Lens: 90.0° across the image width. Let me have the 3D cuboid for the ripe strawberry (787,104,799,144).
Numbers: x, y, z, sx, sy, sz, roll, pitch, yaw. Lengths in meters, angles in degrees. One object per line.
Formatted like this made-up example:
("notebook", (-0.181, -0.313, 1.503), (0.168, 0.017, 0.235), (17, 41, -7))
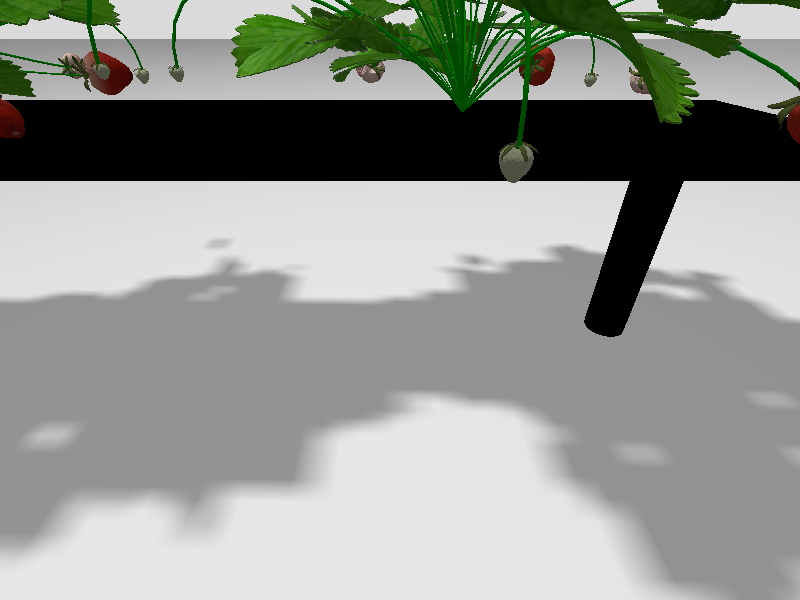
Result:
("ripe strawberry", (0.229, -0.096, 0.205), (0.040, 0.039, 0.044), (37, 46, 15))

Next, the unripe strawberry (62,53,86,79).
("unripe strawberry", (-0.412, -0.297, 0.508), (0.025, 0.028, 0.027), (-2, 34, -3))

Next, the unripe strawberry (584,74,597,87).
("unripe strawberry", (0.186, -0.214, 0.391), (0.010, 0.011, 0.011), (-21, 40, -28))

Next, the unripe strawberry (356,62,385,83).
("unripe strawberry", (-0.035, -0.266, 0.462), (0.033, 0.029, 0.030), (-15, 26, -21))

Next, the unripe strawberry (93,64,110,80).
("unripe strawberry", (-0.218, -0.167, 0.293), (0.010, 0.010, 0.011), (-2, 34, -2))

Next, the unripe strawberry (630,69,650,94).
("unripe strawberry", (0.241, -0.213, 0.384), (0.033, 0.029, 0.033), (-7, 34, -25))

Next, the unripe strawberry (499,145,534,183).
("unripe strawberry", (0.045, -0.054, 0.158), (0.013, 0.014, 0.014), (1, 34, 1))

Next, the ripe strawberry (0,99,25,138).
("ripe strawberry", (-0.230, -0.104, 0.232), (0.020, 0.022, 0.022), (-44, -1, -45))

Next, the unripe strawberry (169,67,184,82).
("unripe strawberry", (-0.185, -0.188, 0.333), (0.011, 0.011, 0.010), (4, 35, 6))

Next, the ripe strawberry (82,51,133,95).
("ripe strawberry", (-0.287, -0.224, 0.396), (0.039, 0.038, 0.036), (-27, 43, -34))

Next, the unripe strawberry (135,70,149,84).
("unripe strawberry", (-0.284, -0.247, 0.442), (0.013, 0.014, 0.014), (23, 41, 30))

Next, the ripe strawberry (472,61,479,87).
("ripe strawberry", (0.072, -0.245, 0.435), (0.027, 0.028, 0.029), (5, 34, 7))

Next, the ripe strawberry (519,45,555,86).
("ripe strawberry", (0.159, -0.271, 0.463), (0.038, 0.040, 0.041), (18, 33, 25))
